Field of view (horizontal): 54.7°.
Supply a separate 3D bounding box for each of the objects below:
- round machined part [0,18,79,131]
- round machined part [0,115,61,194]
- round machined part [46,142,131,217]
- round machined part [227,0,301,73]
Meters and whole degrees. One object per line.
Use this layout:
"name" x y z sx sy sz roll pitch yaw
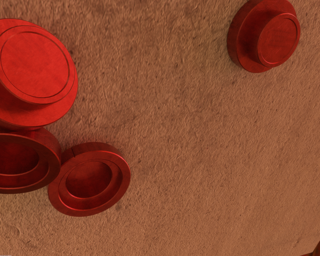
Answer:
"round machined part" -0.115 -0.049 0.269 0.099 0.042 0.098 13 71 -42
"round machined part" -0.152 0.023 0.314 0.099 0.042 0.097 -8 138 -7
"round machined part" -0.090 0.058 0.383 0.099 0.042 0.097 -14 124 -21
"round machined part" 0.140 -0.117 0.399 0.099 0.042 0.097 -14 124 -21
